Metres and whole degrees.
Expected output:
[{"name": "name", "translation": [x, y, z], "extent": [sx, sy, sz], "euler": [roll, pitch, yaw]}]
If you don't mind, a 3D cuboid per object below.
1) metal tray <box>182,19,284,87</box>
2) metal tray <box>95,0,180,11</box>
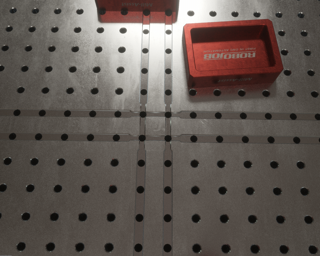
[{"name": "metal tray", "translation": [0.102, -0.109, 0.450], "extent": [0.131, 0.030, 0.090], "euler": [-4, 70, -2]}, {"name": "metal tray", "translation": [-0.035, -0.233, 0.494], "extent": [0.131, 0.030, 0.090], "euler": [0, 70, -1]}]
